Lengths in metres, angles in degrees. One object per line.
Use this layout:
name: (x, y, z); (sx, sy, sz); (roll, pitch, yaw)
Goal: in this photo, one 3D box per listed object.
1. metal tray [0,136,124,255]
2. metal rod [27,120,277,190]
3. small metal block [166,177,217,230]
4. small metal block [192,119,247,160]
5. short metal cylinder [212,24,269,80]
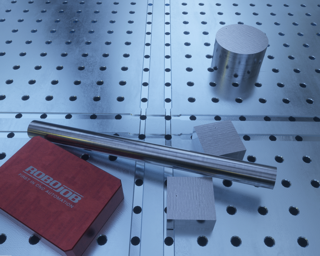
metal tray: (-0.118, 0.071, 0.343); (0.130, 0.030, 0.090); (25, 54, 19)
metal rod: (-0.021, 0.028, 0.369); (0.301, 0.025, 0.025); (10, 51, 13)
small metal block: (0.033, 0.082, 0.339); (0.050, 0.025, 0.050); (1, 50, 0)
small metal block: (0.073, 0.020, 0.392); (0.050, 0.025, 0.050); (-11, 51, -10)
short metal cylinder: (0.126, -0.122, 0.496); (0.081, 0.050, 0.080); (0, 50, 0)
